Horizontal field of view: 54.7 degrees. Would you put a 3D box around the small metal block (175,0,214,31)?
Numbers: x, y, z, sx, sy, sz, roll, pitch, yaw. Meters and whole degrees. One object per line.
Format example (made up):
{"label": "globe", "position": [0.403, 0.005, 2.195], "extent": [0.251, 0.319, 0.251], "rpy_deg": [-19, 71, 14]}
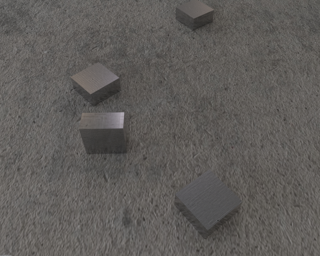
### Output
{"label": "small metal block", "position": [0.065, -0.214, 0.583], "extent": [0.050, 0.025, 0.050], "rpy_deg": [-31, 57, -23]}

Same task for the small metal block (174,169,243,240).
{"label": "small metal block", "position": [0.051, 0.081, 0.335], "extent": [0.050, 0.025, 0.050], "rpy_deg": [-31, 57, -23]}

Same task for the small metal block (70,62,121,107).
{"label": "small metal block", "position": [-0.094, -0.065, 0.457], "extent": [0.050, 0.025, 0.050], "rpy_deg": [-36, 59, -26]}

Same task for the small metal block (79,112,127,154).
{"label": "small metal block", "position": [-0.068, 0.007, 0.380], "extent": [0.050, 0.050, 0.025], "rpy_deg": [-1, 50, -1]}
